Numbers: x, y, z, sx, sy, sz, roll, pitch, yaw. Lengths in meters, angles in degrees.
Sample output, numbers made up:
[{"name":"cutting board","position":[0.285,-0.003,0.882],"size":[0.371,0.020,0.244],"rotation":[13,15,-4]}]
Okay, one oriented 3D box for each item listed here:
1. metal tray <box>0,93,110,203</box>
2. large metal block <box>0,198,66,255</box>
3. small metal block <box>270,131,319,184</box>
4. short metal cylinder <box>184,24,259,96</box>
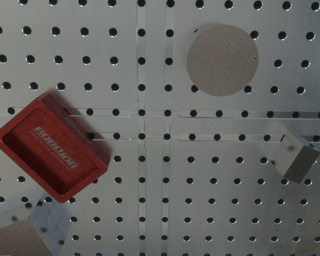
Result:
[{"name":"metal tray","position":[-0.144,0.030,0.419],"size":[0.090,0.030,0.130],"rotation":[-37,107,12]},{"name":"large metal block","position":[-0.200,0.162,0.457],"size":[0.080,0.050,0.080],"rotation":[-21,109,7]},{"name":"small metal block","position":[0.180,0.038,0.417],"size":[0.025,0.050,0.050],"rotation":[22,108,-8]},{"name":"short metal cylinder","position":[0.070,-0.083,0.371],"size":[0.081,0.050,0.079],"rotation":[0,110,-1]}]
